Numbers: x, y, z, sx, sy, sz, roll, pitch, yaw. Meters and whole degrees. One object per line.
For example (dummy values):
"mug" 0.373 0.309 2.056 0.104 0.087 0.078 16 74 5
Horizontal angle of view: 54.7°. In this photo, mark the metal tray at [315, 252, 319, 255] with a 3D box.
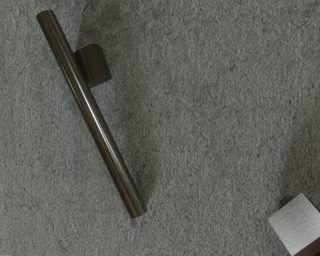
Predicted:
"metal tray" 0.198 0.188 0.337 0.090 0.030 0.129 30 99 17

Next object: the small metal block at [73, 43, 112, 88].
"small metal block" -0.103 -0.086 0.444 0.050 0.025 0.050 -20 83 18

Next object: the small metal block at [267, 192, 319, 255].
"small metal block" 0.156 0.109 0.339 0.050 0.025 0.050 -44 33 14

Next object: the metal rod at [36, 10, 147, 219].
"metal rod" -0.092 -0.018 0.419 0.025 0.025 0.299 -25 90 18
